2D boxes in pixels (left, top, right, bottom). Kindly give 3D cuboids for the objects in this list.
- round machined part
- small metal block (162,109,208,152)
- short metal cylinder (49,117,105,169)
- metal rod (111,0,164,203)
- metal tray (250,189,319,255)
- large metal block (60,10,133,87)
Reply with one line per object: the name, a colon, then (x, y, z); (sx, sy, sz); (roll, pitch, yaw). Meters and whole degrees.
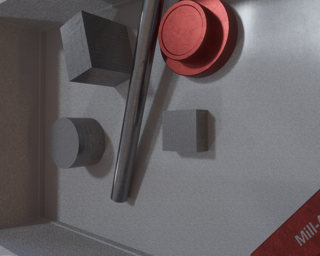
round machined part: (0.037, -0.110, 0.364); (0.098, 0.042, 0.097); (0, 90, 39)
small metal block: (0.030, 0.003, 0.380); (0.050, 0.025, 0.050); (-1, 89, 39)
short metal cylinder: (-0.134, 0.023, 0.498); (0.080, 0.050, 0.079); (0, 90, 39)
metal rod: (-0.031, -0.036, 0.408); (0.025, 0.025, 0.298); (26, 113, 37)
metal tray: (0.140, 0.064, 0.248); (0.030, 0.091, 0.129); (48, 118, 29)
large metal block: (-0.087, -0.108, 0.440); (0.050, 0.081, 0.080); (-20, 78, 38)
